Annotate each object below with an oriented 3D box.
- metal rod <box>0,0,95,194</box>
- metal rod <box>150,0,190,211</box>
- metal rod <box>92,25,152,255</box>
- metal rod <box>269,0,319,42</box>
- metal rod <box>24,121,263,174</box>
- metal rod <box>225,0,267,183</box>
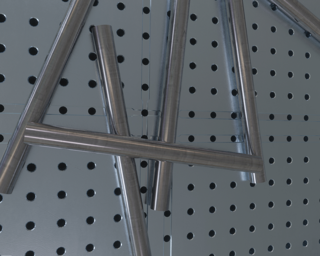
[{"bbox_3d":[-0.126,-0.069,0.365,0.025,0.025,0.299,23,82,-19],"label":"metal rod"},{"bbox_3d":[0.015,-0.041,0.417,0.025,0.025,0.299,7,88,-20],"label":"metal rod"},{"bbox_3d":[-0.048,0.022,0.394,0.025,0.025,0.298,-11,94,-20],"label":"metal rod"},{"bbox_3d":[0.234,-0.175,0.497,0.301,0.025,0.025,29,81,-18],"label":"metal rod"},{"bbox_3d":[-0.003,0.028,0.383,0.302,0.025,0.025,9,87,-20],"label":"metal rod"},{"bbox_3d":[0.125,-0.068,0.458,0.025,0.025,0.298,-10,93,-20],"label":"metal rod"}]
